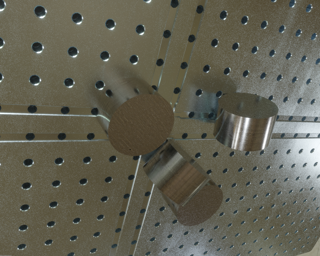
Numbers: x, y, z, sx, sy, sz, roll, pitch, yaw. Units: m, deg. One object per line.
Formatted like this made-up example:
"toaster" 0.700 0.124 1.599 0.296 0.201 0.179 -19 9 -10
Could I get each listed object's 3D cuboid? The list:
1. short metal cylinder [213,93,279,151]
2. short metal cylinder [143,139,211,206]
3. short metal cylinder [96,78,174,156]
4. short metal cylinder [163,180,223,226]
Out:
"short metal cylinder" 0.118 -0.011 0.434 0.081 0.080 0.050 -11 123 -23
"short metal cylinder" 0.023 0.060 0.425 0.050 0.080 0.080 -47 129 5
"short metal cylinder" -0.030 -0.014 0.370 0.081 0.050 0.079 -14 124 -21
"short metal cylinder" 0.051 0.107 0.489 0.081 0.050 0.079 -14 124 -21
